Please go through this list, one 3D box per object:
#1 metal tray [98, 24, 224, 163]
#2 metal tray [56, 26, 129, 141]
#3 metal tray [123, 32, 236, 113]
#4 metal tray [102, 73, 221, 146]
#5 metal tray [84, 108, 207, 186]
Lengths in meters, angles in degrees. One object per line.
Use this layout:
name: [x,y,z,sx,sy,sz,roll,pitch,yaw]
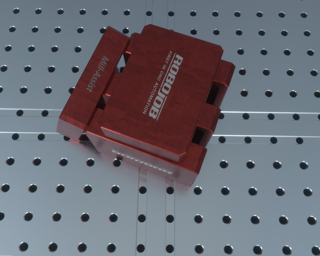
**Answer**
metal tray: [0.004,-0.039,0.327,0.090,0.030,0.130,20,71,7]
metal tray: [-0.086,-0.053,0.393,0.030,0.090,0.130,27,71,-14]
metal tray: [0.022,-0.067,0.401,0.130,0.090,0.030,19,72,7]
metal tray: [0.001,-0.015,0.381,0.130,0.090,0.030,19,70,5]
metal tray: [-0.016,0.026,0.367,0.130,0.090,0.030,20,72,7]
